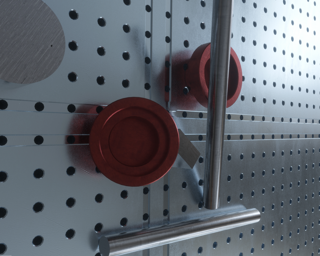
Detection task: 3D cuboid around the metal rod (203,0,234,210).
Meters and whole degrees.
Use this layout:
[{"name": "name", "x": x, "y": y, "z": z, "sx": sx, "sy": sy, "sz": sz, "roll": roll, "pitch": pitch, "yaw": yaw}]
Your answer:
[{"name": "metal rod", "x": 0.077, "y": -0.021, "z": 0.423, "sx": 0.025, "sy": 0.025, "sz": 0.298, "roll": -18, "pitch": 117, "yaw": -39}]

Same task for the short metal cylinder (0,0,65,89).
[{"name": "short metal cylinder", "x": -0.135, "y": -0.077, "z": 0.280, "sx": 0.081, "sy": 0.050, "sz": 0.080, "roll": 0, "pitch": 90, "yaw": -40}]

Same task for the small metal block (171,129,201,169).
[{"name": "small metal block", "x": 0.016, "y": 0.027, "z": 0.406, "sx": 0.050, "sy": 0.050, "sz": 0.025, "roll": 49, "pitch": 59, "yaw": -29}]

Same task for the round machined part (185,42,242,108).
[{"name": "round machined part", "x": 0.076, "y": -0.077, "z": 0.462, "sx": 0.099, "sy": 0.042, "sz": 0.097, "roll": 0, "pitch": 90, "yaw": -40}]

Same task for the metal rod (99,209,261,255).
[{"name": "metal rod", "x": 0.052, "y": 0.146, "z": 0.452, "sx": 0.302, "sy": 0.025, "sz": 0.025, "roll": 4, "pitch": 87, "yaw": -40}]

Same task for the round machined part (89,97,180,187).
[{"name": "round machined part", "x": -0.031, "y": 0.016, "z": 0.355, "sx": 0.099, "sy": 0.042, "sz": 0.097, "roll": 1, "pitch": 86, "yaw": -12}]
